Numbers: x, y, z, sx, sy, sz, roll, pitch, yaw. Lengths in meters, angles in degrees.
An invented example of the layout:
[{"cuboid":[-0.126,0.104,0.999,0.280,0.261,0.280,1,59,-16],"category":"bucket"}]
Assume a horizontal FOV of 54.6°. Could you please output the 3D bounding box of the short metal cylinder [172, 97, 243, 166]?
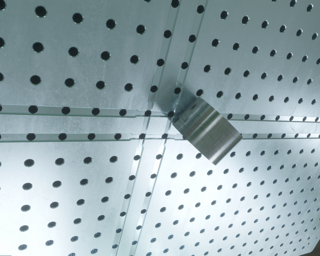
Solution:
[{"cuboid":[0.062,0.004,0.411,0.050,0.080,0.080,-47,129,4],"category":"short metal cylinder"}]
